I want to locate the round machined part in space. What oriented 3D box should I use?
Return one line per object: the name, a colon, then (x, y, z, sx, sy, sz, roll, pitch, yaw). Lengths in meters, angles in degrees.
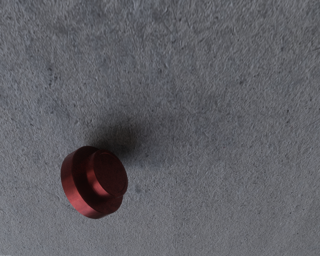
round machined part: (-0.080, 0.067, 0.416, 0.042, 0.098, 0.098, -29, 124, 22)
